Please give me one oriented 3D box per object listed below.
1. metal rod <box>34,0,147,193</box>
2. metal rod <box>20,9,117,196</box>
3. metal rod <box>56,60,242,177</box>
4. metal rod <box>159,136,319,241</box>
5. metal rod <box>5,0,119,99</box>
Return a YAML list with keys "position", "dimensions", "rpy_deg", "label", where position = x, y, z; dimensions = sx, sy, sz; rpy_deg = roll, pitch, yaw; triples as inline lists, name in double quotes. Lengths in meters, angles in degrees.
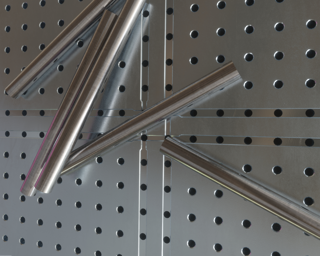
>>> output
- position: [-0.097, -0.047, 0.429]
  dimensions: [0.025, 0.025, 0.299]
  rpy_deg: [28, 93, 17]
  label: "metal rod"
- position: [-0.135, -0.030, 0.458]
  dimensions: [0.025, 0.025, 0.299]
  rpy_deg: [31, 100, 17]
  label: "metal rod"
- position: [-0.033, -0.004, 0.423]
  dimensions: [0.300, 0.025, 0.025]
  rpy_deg: [-28, 81, 17]
  label: "metal rod"
- position: [0.133, 0.089, 0.365]
  dimensions: [0.301, 0.025, 0.025]
  rpy_deg: [28, 99, 17]
  label: "metal rod"
- position: [-0.122, -0.146, 0.453]
  dimensions: [0.300, 0.025, 0.025]
  rpy_deg: [-38, 78, 15]
  label: "metal rod"
